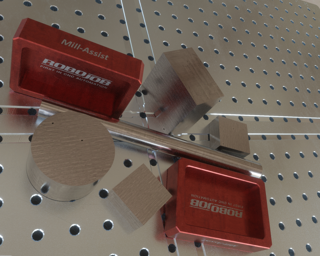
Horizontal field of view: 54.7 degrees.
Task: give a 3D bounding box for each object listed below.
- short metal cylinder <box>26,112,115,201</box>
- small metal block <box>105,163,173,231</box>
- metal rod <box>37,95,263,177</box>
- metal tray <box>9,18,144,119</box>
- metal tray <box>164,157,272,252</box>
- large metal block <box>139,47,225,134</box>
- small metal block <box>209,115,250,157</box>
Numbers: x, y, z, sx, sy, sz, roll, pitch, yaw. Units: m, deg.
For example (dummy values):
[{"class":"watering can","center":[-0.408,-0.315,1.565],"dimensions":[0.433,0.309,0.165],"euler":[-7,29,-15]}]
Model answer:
[{"class":"short metal cylinder","center":[-0.093,0.030,0.322],"dimensions":[0.081,0.050,0.080],"euler":[14,56,-21]},{"class":"small metal block","center":[-0.023,0.077,0.349],"dimensions":[0.050,0.025,0.050],"euler":[48,51,5]},{"class":"metal rod","center":[0.002,0.019,0.397],"dimensions":[0.302,0.025,0.025],"euler":[18,55,-18]},{"class":"metal tray","center":[-0.095,-0.059,0.350],"dimensions":[0.131,0.090,0.030],"euler":[17,55,-19]},{"class":"metal tray","center":[0.073,0.096,0.384],"dimensions":[0.131,0.030,0.090],"euler":[17,55,-19]},{"class":"large metal block","center":[0.026,-0.048,0.418],"dimensions":[0.050,0.080,0.080],"euler":[-20,73,-36]},{"class":"small metal block","center":[0.101,0.015,0.453],"dimensions":[0.050,0.025,0.050],"euler":[16,55,-19]}]
